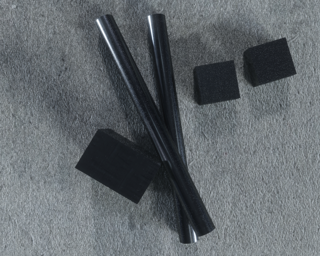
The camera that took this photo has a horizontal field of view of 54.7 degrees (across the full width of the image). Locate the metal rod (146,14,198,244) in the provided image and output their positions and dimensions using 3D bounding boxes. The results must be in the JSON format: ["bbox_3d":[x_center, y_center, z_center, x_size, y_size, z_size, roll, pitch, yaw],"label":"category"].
[{"bbox_3d":[0.016,0.001,0.410,0.025,0.025,0.298,-9,90,0],"label":"metal rod"}]

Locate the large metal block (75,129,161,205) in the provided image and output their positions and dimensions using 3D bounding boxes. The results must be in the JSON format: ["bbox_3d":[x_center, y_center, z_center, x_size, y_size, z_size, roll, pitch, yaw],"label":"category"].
[{"bbox_3d":[-0.047,0.043,0.382,0.080,0.080,0.050,31,90,-1],"label":"large metal block"}]

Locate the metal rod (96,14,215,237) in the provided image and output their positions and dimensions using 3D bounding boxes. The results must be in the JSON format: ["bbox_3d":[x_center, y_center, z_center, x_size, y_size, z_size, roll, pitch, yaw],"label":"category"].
[{"bbox_3d":[-0.009,-0.009,0.391,0.025,0.025,0.299,-26,83,0],"label":"metal rod"}]

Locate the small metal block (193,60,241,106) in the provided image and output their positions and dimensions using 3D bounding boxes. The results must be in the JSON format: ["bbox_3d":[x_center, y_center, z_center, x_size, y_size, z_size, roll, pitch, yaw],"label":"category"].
[{"bbox_3d":[0.075,-0.059,0.411,0.050,0.025,0.050,-10,90,-1],"label":"small metal block"}]

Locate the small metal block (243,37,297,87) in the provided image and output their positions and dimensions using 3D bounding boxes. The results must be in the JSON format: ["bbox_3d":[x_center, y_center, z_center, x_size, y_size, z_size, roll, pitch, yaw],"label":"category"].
[{"bbox_3d":[0.145,-0.087,0.412,0.050,0.025,0.050,-17,90,-1],"label":"small metal block"}]
